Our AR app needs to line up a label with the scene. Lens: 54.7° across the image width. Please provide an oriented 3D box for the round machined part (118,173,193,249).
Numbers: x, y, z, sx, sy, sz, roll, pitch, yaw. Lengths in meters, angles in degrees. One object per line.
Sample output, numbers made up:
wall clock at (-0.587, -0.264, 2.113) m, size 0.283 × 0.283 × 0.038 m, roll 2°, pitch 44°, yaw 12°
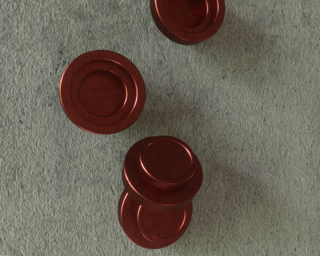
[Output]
round machined part at (-0.002, 0.108, 0.399) m, size 0.099 × 0.042 × 0.097 m, roll 0°, pitch 90°, yaw -20°

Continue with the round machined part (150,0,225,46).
round machined part at (0.033, -0.158, 0.412) m, size 0.099 × 0.042 × 0.097 m, roll 0°, pitch 90°, yaw -20°

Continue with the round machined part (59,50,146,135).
round machined part at (-0.070, -0.041, 0.374) m, size 0.099 × 0.042 × 0.097 m, roll 0°, pitch 90°, yaw -20°

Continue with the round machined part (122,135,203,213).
round machined part at (0.005, 0.048, 0.375) m, size 0.099 × 0.042 × 0.098 m, roll 9°, pitch 49°, yaw -10°
